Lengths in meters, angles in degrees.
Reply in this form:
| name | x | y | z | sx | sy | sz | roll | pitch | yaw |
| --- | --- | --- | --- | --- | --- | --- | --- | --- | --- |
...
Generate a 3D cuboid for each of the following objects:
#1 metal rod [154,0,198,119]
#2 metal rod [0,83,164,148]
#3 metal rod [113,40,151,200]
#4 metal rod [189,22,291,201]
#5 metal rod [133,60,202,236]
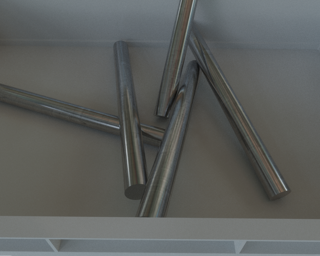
| name | x | y | z | sx | sy | sz | roll | pitch | yaw |
| --- | --- | --- | --- | --- | --- | --- | --- | --- | --- |
| metal rod | 0.036 | -0.160 | 0.433 | 0.025 | 0.025 | 0.298 | 12 | 86 | 9 |
| metal rod | -0.116 | -0.020 | 0.419 | 0.301 | 0.025 | 0.025 | 16 | 52 | 12 |
| metal rod | -0.044 | -0.037 | 0.407 | 0.025 | 0.025 | 0.300 | -6 | 42 | -6 |
| metal rod | 0.090 | -0.044 | 0.423 | 0.025 | 0.025 | 0.299 | -13 | 57 | -11 |
| metal rod | 0.023 | -0.008 | 0.369 | 0.025 | 0.025 | 0.301 | 10 | 38 | 8 |
